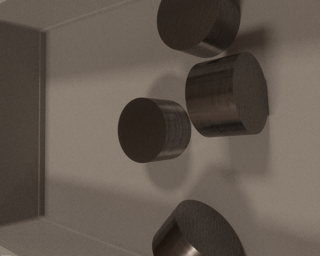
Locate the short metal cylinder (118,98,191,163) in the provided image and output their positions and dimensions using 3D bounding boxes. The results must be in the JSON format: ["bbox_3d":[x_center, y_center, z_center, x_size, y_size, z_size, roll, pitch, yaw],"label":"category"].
[{"bbox_3d":[-0.008,0.003,0.395,0.080,0.050,0.079,0,90,39],"label":"short metal cylinder"}]

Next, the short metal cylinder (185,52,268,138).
[{"bbox_3d":[0.069,-0.032,0.313,0.050,0.081,0.080,-6,86,39],"label":"short metal cylinder"}]

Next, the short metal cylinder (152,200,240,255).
[{"bbox_3d":[0.039,0.126,0.338,0.080,0.081,0.050,47,118,29],"label":"short metal cylinder"}]

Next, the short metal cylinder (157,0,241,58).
[{"bbox_3d":[0.043,-0.124,0.353,0.080,0.050,0.079,0,90,39],"label":"short metal cylinder"}]
